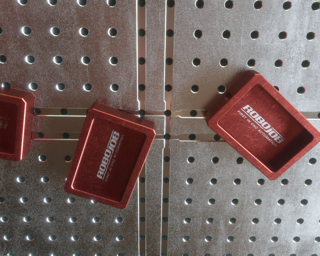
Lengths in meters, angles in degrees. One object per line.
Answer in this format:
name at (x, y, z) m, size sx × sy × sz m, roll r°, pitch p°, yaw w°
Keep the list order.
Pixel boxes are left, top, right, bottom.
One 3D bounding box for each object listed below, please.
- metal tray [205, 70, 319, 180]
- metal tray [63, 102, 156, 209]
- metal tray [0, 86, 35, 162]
metal tray at (0.136, -0.002, 0.412) m, size 0.130 × 0.030 × 0.090 m, roll 40°, pitch 105°, yaw -14°
metal tray at (-0.069, 0.040, 0.424) m, size 0.091 × 0.030 × 0.129 m, roll 19°, pitch 109°, yaw -8°
metal tray at (-0.237, -0.013, 0.402) m, size 0.131 × 0.030 × 0.089 m, roll 12°, pitch 110°, yaw -5°
